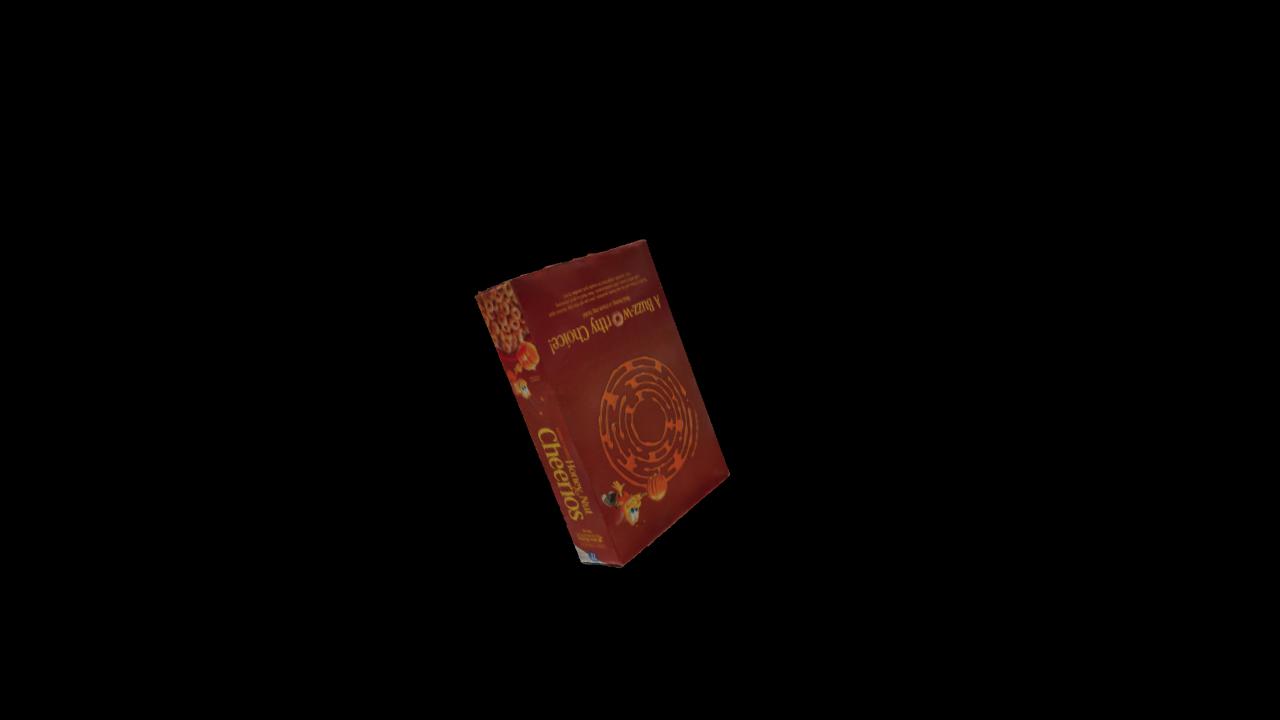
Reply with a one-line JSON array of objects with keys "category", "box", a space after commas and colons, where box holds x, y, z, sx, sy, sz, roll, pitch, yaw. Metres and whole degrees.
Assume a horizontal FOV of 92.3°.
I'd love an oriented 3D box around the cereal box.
[{"category": "cereal box", "box": [-0.028, 0.039, 0.673, 0.081, 0.306, 0.203, -12, 11, 45]}]
